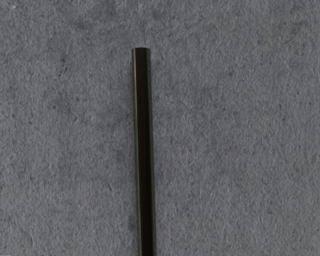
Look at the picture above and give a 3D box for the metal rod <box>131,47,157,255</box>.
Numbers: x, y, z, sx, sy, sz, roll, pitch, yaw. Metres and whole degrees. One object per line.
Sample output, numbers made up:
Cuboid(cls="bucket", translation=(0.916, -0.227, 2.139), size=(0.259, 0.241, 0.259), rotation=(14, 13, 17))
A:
Cuboid(cls="metal rod", translation=(-0.020, 0.046, 0.409), size=(0.025, 0.025, 0.298), rotation=(-2, 90, -1))
